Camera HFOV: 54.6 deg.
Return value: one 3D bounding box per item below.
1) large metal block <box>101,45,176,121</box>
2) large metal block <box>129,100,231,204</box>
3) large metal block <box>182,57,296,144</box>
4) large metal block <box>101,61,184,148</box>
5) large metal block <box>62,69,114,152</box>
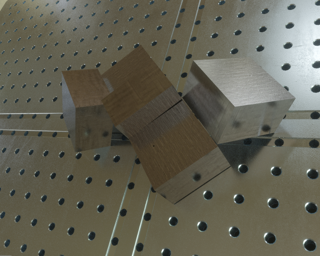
[{"bbox_3d":[-0.032,-0.059,0.446,0.080,0.050,0.080,-37,52,5],"label":"large metal block"},{"bbox_3d":[0.022,0.028,0.364,0.080,0.050,0.080,-35,50,5],"label":"large metal block"},{"bbox_3d":[0.083,-0.034,0.343,0.081,0.050,0.080,-9,47,-26],"label":"large metal block"},{"bbox_3d":[-0.013,-0.023,0.394,0.080,0.080,0.050,-36,52,4],"label":"large metal block"},{"bbox_3d":[-0.103,-0.026,0.435,0.050,0.079,0.080,-10,47,-25],"label":"large metal block"}]
